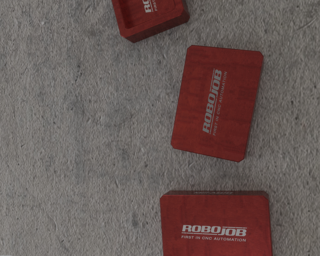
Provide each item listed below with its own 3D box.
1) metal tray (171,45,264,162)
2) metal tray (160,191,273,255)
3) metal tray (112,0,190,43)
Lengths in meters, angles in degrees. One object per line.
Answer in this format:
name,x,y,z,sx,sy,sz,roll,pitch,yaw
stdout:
metal tray,0.070,-0.031,0.382,0.090,0.030,0.129,11,94,19
metal tray,0.068,0.125,0.382,0.130,0.030,0.089,-4,89,19
metal tray,-0.021,-0.191,0.413,0.090,0.030,0.129,-16,85,19
